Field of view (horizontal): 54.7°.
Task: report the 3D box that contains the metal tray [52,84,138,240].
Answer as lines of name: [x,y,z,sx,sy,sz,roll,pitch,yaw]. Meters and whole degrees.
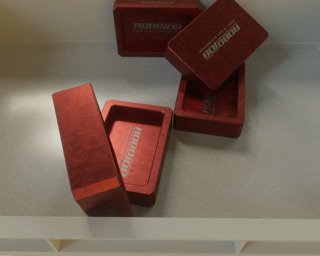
metal tray: [-0.052,0.036,0.268,0.030,0.129,0.090,-17,60,-8]

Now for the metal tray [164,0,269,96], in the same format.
metal tray: [0.081,-0.120,0.444,0.090,0.030,0.130,45,73,2]

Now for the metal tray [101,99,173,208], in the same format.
metal tray: [-0.039,0.025,0.379,0.090,0.030,0.130,9,50,6]

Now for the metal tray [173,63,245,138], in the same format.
metal tray: [0.073,-0.050,0.444,0.090,0.030,0.130,8,50,6]

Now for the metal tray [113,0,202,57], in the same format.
metal tray: [-0.004,-0.159,0.495,0.131,0.089,0.030,1,50,0]
